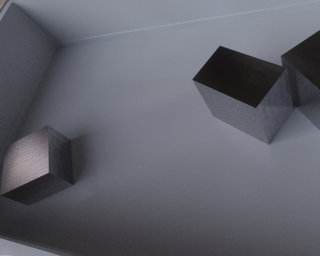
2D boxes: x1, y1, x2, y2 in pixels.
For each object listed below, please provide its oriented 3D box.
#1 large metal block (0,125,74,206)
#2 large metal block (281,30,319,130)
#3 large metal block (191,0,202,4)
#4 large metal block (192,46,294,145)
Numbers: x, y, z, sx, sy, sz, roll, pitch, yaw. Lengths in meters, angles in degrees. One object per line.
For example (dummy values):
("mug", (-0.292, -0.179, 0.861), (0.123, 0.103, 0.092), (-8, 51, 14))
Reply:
("large metal block", (-0.177, 0.055, 0.449), (0.080, 0.050, 0.080), (-25, 53, 12))
("large metal block", (0.170, -0.038, 0.304), (0.050, 0.080, 0.080), (-34, 51, 6))
("large metal block", (0.062, -0.268, 0.524), (0.080, 0.050, 0.080), (-41, 51, 0))
("large metal block", (0.094, -0.036, 0.343), (0.080, 0.080, 0.050), (32, 80, 38))
